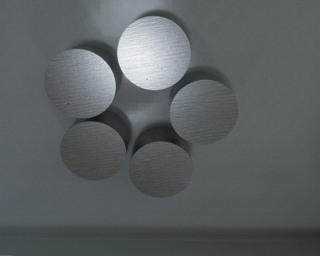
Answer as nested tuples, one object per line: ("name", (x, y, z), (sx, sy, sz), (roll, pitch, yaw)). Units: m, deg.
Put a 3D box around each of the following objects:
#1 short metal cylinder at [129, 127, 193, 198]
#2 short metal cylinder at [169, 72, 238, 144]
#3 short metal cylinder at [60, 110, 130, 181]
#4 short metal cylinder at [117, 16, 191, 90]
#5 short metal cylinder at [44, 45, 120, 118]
("short metal cylinder", (0.001, 0.045, 0.412), (0.081, 0.050, 0.079), (0, 110, 0))
("short metal cylinder", (0.052, -0.026, 0.387), (0.081, 0.050, 0.079), (0, 110, 0))
("short metal cylinder", (-0.082, 0.021, 0.403), (0.081, 0.050, 0.079), (0, 110, 0))
("short metal cylinder", (-0.006, -0.089, 0.363), (0.081, 0.050, 0.079), (0, 110, 0))
("short metal cylinder", (-0.090, -0.057, 0.374), (0.081, 0.050, 0.079), (0, 110, 0))
